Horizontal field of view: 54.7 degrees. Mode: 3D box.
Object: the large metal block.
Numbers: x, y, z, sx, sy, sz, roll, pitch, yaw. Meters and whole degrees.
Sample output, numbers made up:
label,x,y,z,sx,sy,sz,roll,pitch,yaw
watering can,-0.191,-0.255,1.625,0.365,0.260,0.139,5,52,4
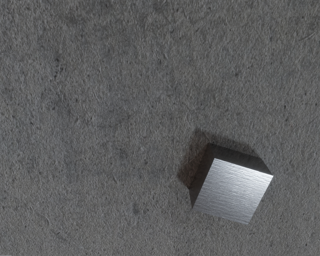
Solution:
label,x,y,z,sx,sy,sz,roll,pitch,yaw
large metal block,0.093,0.076,0.425,0.080,0.050,0.079,17,109,-7
